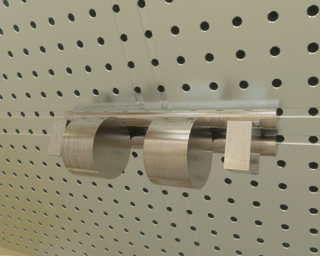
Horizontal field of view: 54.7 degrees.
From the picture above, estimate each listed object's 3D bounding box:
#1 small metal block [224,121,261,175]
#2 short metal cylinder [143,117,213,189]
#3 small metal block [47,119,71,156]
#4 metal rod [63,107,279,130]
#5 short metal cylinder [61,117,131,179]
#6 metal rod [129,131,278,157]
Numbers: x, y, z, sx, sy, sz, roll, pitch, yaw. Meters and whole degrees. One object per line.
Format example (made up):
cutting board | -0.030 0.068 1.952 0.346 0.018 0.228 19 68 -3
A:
small metal block | 0.090 0.022 0.332 0.025 0.050 0.050 1 78 28
short metal cylinder | 0.023 0.027 0.352 0.050 0.080 0.080 1 119 28
small metal block | -0.130 0.018 0.446 0.025 0.050 0.050 1 77 28
metal rod | -0.005 -0.013 0.406 0.300 0.025 0.025 1 119 27
short metal cylinder | -0.081 0.025 0.406 0.050 0.080 0.080 1 119 28
metal rod | 0.000 0.018 0.423 0.300 0.025 0.025 1 119 27
